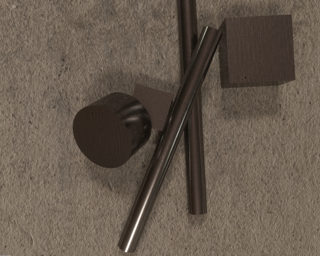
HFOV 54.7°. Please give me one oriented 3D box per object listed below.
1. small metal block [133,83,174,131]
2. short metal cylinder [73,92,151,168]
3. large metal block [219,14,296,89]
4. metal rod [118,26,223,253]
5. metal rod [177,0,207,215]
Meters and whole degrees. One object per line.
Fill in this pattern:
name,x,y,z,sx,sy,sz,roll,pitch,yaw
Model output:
small metal block,-0.013,-0.026,0.410,0.050,0.025,0.050,16,90,-1
short metal cylinder,-0.058,0.002,0.378,0.080,0.050,0.079,11,117,22
large metal block,0.121,-0.096,0.399,0.081,0.050,0.079,-3,90,-1
metal rod,0.010,0.020,0.393,0.025,0.025,0.298,21,97,-1
metal rod,0.042,-0.037,0.410,0.025,0.025,0.298,-3,90,-1
